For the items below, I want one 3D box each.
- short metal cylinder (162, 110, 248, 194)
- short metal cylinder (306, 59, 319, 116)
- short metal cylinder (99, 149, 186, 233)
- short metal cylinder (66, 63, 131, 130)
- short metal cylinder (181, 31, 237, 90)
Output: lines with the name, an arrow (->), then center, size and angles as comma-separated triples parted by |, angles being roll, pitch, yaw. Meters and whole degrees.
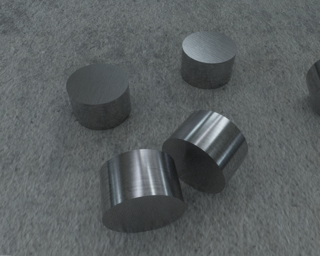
short metal cylinder -> 0.050, 0.027, 0.346 | 0.080, 0.080, 0.050 | 30, 56, 22
short metal cylinder -> 0.245, -0.056, 0.418 | 0.080, 0.080, 0.050 | 5, 50, 4
short metal cylinder -> -0.019, 0.065, 0.313 | 0.081, 0.080, 0.050 | -8, 51, -7
short metal cylinder -> -0.081, -0.043, 0.422 | 0.081, 0.050, 0.080 | 0, 50, 0
short metal cylinder -> 0.073, -0.105, 0.476 | 0.081, 0.050, 0.080 | 0, 50, 0
